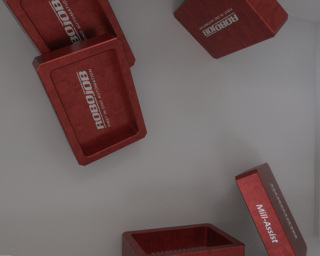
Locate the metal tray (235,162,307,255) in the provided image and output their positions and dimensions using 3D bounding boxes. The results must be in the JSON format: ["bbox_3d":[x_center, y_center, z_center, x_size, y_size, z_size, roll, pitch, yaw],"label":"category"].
[{"bbox_3d":[0.151,0.115,0.414,0.090,0.030,0.130,1,65,-62],"label":"metal tray"}]

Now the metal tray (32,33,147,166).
[{"bbox_3d":[-0.073,-0.030,0.351,0.091,0.030,0.129,-26,125,-18],"label":"metal tray"}]

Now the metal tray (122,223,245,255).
[{"bbox_3d":[0.026,0.152,0.385,0.131,0.090,0.030,1,90,-20],"label":"metal tray"}]

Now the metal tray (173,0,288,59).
[{"bbox_3d":[0.080,-0.139,0.384,0.090,0.130,0.030,42,77,-15],"label":"metal tray"}]

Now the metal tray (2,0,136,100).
[{"bbox_3d":[-0.093,-0.105,0.341,0.090,0.030,0.130,-37,130,-14],"label":"metal tray"}]
